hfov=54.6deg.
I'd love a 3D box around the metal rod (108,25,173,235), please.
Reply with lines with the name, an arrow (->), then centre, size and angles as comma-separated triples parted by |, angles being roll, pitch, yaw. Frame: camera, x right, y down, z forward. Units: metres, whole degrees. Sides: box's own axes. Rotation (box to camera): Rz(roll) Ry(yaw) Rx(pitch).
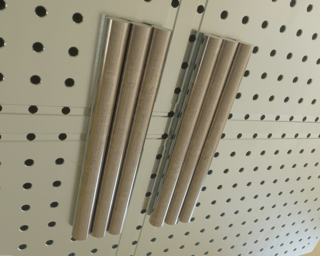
metal rod -> -0.033, 0.021, 0.404 | 0.025, 0.025, 0.298 | 1, 118, -29

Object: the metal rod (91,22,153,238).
metal rod -> -0.055, 0.021, 0.392 | 0.025, 0.025, 0.298 | 1, 118, -29

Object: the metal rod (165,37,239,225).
metal rod -> 0.052, 0.020, 0.450 | 0.025, 0.025, 0.298 | 1, 118, -29

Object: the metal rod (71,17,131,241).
metal rod -> -0.078, 0.020, 0.380 | 0.025, 0.025, 0.298 | 1, 118, -29

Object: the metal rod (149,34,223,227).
metal rod -> 0.030, 0.020, 0.438 | 0.025, 0.025, 0.298 | 1, 118, -29

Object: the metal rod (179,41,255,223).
metal rod -> 0.075, 0.021, 0.463 | 0.025, 0.025, 0.298 | 1, 118, -29
